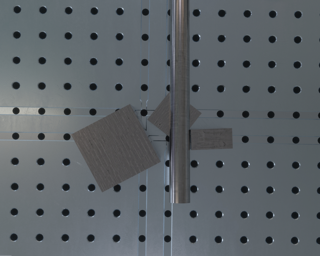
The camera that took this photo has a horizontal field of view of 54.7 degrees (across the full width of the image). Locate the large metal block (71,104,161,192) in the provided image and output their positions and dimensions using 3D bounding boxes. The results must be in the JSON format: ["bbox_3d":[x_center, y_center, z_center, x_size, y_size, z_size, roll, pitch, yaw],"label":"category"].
[{"bbox_3d":[-0.053,0.024,0.400,0.080,0.050,0.080,-28,90,0],"label":"large metal block"}]

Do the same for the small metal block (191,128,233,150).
[{"bbox_3d":[0.063,0.013,0.401,0.050,0.050,0.025,-2,91,-1],"label":"small metal block"}]

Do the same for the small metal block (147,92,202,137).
[{"bbox_3d":[0.019,-0.015,0.414,0.050,0.025,0.050,38,90,0],"label":"small metal block"}]

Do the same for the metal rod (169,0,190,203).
[{"bbox_3d":[0.025,-0.059,0.391,0.025,0.025,0.298,1,81,0],"label":"metal rod"}]
